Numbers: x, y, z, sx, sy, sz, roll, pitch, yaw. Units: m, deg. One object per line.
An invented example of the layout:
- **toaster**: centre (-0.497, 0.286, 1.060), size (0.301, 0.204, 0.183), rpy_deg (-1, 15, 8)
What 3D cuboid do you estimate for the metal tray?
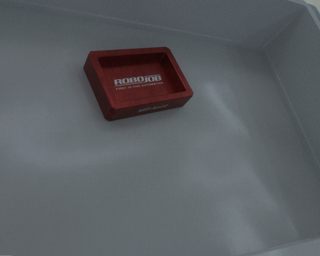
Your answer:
- **metal tray**: centre (-0.027, -0.065, 0.428), size (0.131, 0.030, 0.090), rpy_deg (-14, 69, -34)
